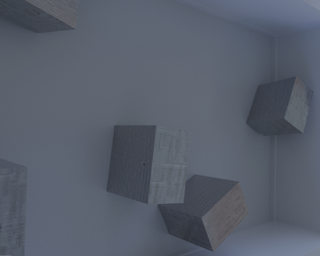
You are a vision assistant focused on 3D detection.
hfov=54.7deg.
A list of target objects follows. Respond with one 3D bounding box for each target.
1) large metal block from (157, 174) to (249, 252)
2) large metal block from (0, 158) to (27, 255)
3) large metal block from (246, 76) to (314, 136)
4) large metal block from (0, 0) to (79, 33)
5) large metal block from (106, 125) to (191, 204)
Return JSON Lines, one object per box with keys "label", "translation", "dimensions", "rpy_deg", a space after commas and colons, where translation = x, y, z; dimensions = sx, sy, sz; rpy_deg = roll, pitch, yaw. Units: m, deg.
{"label": "large metal block", "translation": [0.059, 0.110, 0.420], "dimensions": [0.081, 0.080, 0.050], "rpy_deg": [-32, 110, -36]}
{"label": "large metal block", "translation": [-0.147, 0.068, 0.248], "dimensions": [0.050, 0.080, 0.080], "rpy_deg": [2, 89, -40]}
{"label": "large metal block", "translation": [0.208, -0.035, 0.539], "dimensions": [0.050, 0.080, 0.080], "rpy_deg": [31, 71, -25]}
{"label": "large metal block", "translation": [-0.116, -0.139, 0.274], "dimensions": [0.080, 0.050, 0.080], "rpy_deg": [14, 81, -63]}
{"label": "large metal block", "translation": [-0.015, 0.040, 0.358], "dimensions": [0.050, 0.080, 0.080], "rpy_deg": [10, 84, -40]}
